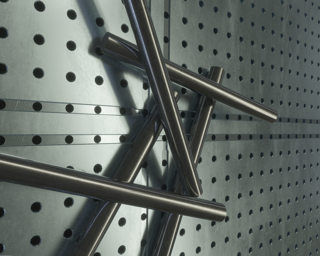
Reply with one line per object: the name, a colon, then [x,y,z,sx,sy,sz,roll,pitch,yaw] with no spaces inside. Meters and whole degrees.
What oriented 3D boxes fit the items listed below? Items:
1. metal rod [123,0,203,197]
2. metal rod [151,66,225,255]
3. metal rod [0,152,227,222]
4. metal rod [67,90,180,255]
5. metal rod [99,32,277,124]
metal rod: [0.002,-0.048,0.372,0.025,0.025,0.298,-31,111,-36]
metal rod: [0.043,0.046,0.447,0.025,0.025,0.299,30,71,-36]
metal rod: [-0.045,0.070,0.341,0.302,0.025,0.025,19,78,-29]
metal rod: [-0.051,0.075,0.367,0.025,0.025,0.300,44,64,-32]
metal rod: [0.059,-0.059,0.434,0.302,0.025,0.025,18,79,-31]
